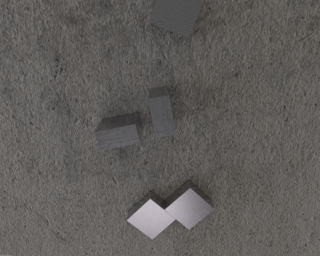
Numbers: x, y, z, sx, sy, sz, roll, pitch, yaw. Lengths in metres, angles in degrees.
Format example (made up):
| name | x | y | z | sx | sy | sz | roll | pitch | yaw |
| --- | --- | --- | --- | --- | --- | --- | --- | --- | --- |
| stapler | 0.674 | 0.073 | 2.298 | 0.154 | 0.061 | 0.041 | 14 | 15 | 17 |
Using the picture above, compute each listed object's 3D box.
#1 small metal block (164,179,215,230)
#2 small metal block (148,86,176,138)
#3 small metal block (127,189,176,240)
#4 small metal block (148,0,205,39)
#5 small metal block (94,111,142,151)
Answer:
| name | x | y | z | sx | sy | sz | roll | pitch | yaw |
| --- | --- | --- | --- | --- | --- | --- | --- | --- | --- |
| small metal block | 0.042 | 0.111 | 0.451 | 0.050 | 0.025 | 0.050 | 43 | 104 | -14 |
| small metal block | 0.003 | -0.022 | 0.388 | 0.025 | 0.050 | 0.050 | -10 | 110 | 3 |
| small metal block | -0.012 | 0.128 | 0.457 | 0.050 | 0.025 | 0.050 | 41 | 105 | -14 |
| small metal block | 0.019 | -0.138 | 0.359 | 0.050 | 0.025 | 0.050 | 20 | 109 | -8 |
| small metal block | -0.051 | 0.003 | 0.397 | 0.050 | 0.050 | 0.025 | -12 | 110 | 4 |
